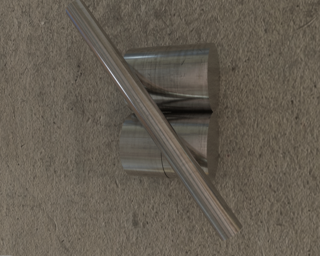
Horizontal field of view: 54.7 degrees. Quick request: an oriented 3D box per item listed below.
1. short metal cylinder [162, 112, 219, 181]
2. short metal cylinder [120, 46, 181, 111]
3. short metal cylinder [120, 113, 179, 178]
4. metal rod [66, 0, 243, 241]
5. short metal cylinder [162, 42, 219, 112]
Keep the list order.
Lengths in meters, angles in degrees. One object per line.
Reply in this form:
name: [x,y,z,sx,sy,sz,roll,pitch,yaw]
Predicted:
short metal cylinder: [0.039,0.021,0.367,0.050,0.080,0.079,1,90,20]
short metal cylinder: [-0.008,-0.060,0.384,0.050,0.080,0.079,1,90,20]
short metal cylinder: [-0.009,0.021,0.384,0.050,0.080,0.079,1,90,20]
metal rod: [-0.014,-0.018,0.330,0.025,0.025,0.299,-38,78,16]
short metal cylinder: [0.039,-0.059,0.367,0.050,0.080,0.079,1,90,20]
